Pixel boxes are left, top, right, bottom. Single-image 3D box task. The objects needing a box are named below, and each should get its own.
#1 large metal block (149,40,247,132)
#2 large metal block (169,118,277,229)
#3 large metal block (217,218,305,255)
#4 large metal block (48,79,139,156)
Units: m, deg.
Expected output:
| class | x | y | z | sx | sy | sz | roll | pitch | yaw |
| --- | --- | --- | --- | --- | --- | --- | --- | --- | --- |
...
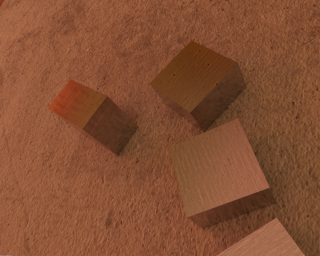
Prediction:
| class | x | y | z | sx | sy | sz | roll | pitch | yaw |
| --- | --- | --- | --- | --- | --- | --- | --- | --- | --- |
| large metal block | 0.048 | -0.054 | 0.396 | 0.080 | 0.050 | 0.080 | -46 | 51 | -4 |
| large metal block | 0.064 | 0.049 | 0.325 | 0.080 | 0.050 | 0.080 | -24 | 53 | 13 |
| large metal block | 0.091 | 0.136 | 0.257 | 0.080 | 0.050 | 0.080 | -35 | 51 | 5 |
| large metal block | -0.090 | -0.014 | 0.424 | 0.080 | 0.080 | 0.050 | 25 | 76 | 37 |
